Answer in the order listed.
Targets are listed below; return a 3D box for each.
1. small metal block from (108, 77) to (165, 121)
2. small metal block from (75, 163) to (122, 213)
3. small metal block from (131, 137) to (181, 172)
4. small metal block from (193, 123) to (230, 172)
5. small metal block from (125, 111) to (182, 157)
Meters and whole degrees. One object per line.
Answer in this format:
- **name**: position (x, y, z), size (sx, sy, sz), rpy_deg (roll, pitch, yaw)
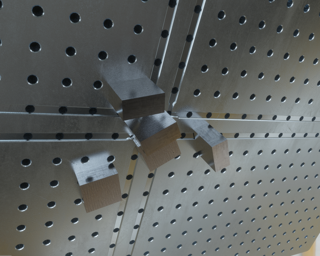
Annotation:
- **small metal block**: position (-0.028, -0.035, 0.359), size (0.050, 0.050, 0.025), rpy_deg (-13, 124, -22)
- **small metal block**: position (-0.082, 0.080, 0.418), size (0.050, 0.025, 0.050), rpy_deg (-16, 125, -20)
- **small metal block**: position (-0.004, 0.024, 0.426), size (0.050, 0.025, 0.050), rpy_deg (-30, 129, -10)
- **small metal block**: position (0.076, 0.028, 0.456), size (0.025, 0.050, 0.050), rpy_deg (-25, 128, -13)
- **small metal block**: position (-0.009, 0.002, 0.393), size (0.050, 0.050, 0.025), rpy_deg (-29, 129, -10)
